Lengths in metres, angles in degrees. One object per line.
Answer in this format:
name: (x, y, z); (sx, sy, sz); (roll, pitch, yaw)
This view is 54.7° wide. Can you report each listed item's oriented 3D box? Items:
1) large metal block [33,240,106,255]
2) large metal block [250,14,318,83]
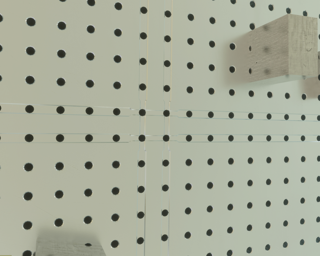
large metal block: (-0.112, 0.182, 0.359); (0.081, 0.050, 0.080); (14, 85, -20)
large metal block: (0.178, -0.110, 0.451); (0.050, 0.080, 0.079); (-1, 90, -20)
